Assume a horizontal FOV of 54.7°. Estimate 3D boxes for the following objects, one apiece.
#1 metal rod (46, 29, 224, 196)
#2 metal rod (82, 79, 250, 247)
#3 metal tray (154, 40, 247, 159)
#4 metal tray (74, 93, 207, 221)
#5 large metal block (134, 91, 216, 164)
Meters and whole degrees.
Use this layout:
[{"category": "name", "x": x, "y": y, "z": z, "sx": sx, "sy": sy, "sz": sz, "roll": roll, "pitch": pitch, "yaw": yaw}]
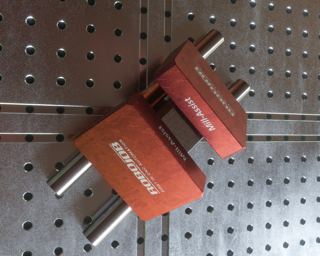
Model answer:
[{"category": "metal rod", "x": -0.022, "y": -0.029, "z": 0.406, "sx": 0.301, "sy": 0.025, "sz": 0.025, "roll": -44, "pitch": 104, "yaw": -15}, {"category": "metal rod", "x": 0.018, "y": 0.037, "z": 0.421, "sx": 0.301, "sy": 0.025, "sz": 0.025, "roll": -44, "pitch": 104, "yaw": -15}, {"category": "metal tray", "x": 0.055, "y": -0.037, "z": 0.376, "sx": 0.130, "sy": 0.030, "sz": 0.090, "roll": 49, "pitch": 31, "yaw": -14}, {"category": "metal tray", "x": -0.021, "y": 0.037, "z": 0.348, "sx": 0.090, "sy": 0.030, "sz": 0.130, "roll": -31, "pitch": 105, "yaw": 27}, {"category": "large metal block", "x": 0.014, "y": -0.002, "z": 0.389, "sx": 0.080, "sy": 0.080, "sz": 0.050, "roll": -44, "pitch": 104, "yaw": -15}]
